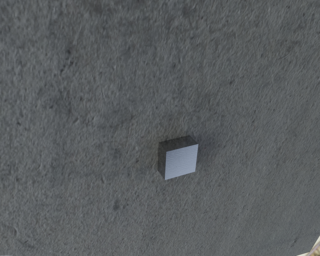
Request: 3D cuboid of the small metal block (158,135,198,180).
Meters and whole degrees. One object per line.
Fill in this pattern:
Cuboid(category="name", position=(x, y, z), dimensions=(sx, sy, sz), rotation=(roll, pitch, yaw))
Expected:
Cuboid(category="small metal block", position=(0.025, 0.043, 0.449), dimensions=(0.050, 0.025, 0.050), rotation=(-12, 124, -22))
